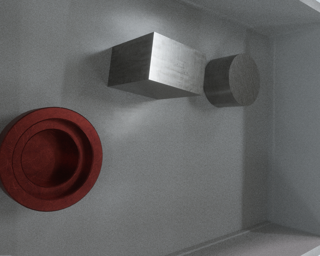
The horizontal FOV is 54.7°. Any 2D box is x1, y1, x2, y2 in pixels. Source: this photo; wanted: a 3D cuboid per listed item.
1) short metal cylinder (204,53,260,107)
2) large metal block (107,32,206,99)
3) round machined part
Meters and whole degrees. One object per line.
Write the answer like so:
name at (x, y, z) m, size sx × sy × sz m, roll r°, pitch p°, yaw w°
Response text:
short metal cylinder at (0.113, -0.073, 0.488) m, size 0.081 × 0.050 × 0.079 m, roll 0°, pitch 90°, yaw -40°
large metal block at (-0.004, -0.068, 0.369) m, size 0.081 × 0.080 × 0.050 m, roll 10°, pitch 84°, yaw -40°
round machined part at (-0.110, 0.029, 0.304) m, size 0.099 × 0.042 × 0.097 m, roll 0°, pitch 90°, yaw -40°
